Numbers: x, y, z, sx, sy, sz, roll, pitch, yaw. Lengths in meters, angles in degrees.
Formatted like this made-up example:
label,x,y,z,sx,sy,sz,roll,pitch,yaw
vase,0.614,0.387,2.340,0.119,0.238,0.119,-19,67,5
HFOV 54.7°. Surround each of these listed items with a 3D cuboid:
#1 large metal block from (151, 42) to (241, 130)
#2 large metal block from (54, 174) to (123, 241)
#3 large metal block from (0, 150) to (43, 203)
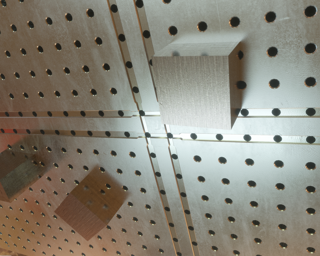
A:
label,x,y,z,sx,sy,sz,roll,pitch,yaw
large metal block,0.043,-0.048,0.342,0.080,0.050,0.079,5,121,25
large metal block,-0.127,0.142,0.548,0.080,0.050,0.080,42,129,-2
large metal block,-0.283,0.087,0.575,0.080,0.080,0.050,4,120,26
